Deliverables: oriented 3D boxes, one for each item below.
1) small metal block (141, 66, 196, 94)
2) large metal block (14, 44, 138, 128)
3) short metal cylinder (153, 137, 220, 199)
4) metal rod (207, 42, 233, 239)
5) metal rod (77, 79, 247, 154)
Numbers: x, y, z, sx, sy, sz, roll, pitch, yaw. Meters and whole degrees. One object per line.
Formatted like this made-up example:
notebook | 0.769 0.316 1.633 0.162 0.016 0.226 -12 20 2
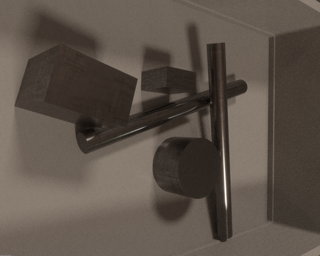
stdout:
small metal block | 0.011 -0.060 0.401 0.050 0.050 0.025 3 89 -40
large metal block | -0.082 -0.035 0.303 0.080 0.080 0.050 20 78 -39
short metal cylinder | 0.037 0.052 0.424 0.081 0.050 0.079 0 90 -40
metal rod | 0.090 0.027 0.462 0.025 0.025 0.298 -17 108 -39
metal rod | 0.026 -0.027 0.430 0.302 0.025 0.025 -21 104 -38
